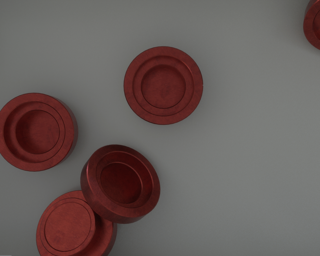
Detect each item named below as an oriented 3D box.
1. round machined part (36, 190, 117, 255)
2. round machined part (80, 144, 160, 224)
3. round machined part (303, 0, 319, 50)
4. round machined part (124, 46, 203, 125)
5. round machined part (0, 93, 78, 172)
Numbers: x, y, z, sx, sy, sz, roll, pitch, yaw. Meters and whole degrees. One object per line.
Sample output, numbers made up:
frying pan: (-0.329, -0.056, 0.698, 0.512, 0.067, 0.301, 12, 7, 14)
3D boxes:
round machined part: (-0.106, 0.124, 0.382, 0.099, 0.042, 0.098, -3, 63, 6)
round machined part: (-0.052, 0.072, 0.384, 0.098, 0.098, 0.042, 42, 128, 0)
round machined part: (0.233, -0.143, 0.384, 0.098, 0.098, 0.042, 22, 59, 0)
round machined part: (0.004, -0.053, 0.403, 0.099, 0.042, 0.097, 0, 90, 0)
round machined part: (-0.155, 0.005, 0.402, 0.099, 0.042, 0.097, 0, 90, 0)
